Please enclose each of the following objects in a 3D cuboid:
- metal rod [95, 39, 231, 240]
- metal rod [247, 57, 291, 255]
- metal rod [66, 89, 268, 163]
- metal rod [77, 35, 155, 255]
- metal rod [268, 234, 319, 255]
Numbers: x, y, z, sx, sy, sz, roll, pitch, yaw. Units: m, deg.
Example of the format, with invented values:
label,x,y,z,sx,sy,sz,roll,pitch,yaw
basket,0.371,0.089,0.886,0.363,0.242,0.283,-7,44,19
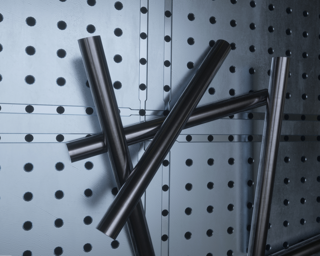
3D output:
label,x,y,z,sx,sy,sz,roll,pitch,yaw
metal rod,0.016,-0.002,0.390,0.025,0.025,0.300,40,66,-16
metal rod,0.160,0.048,0.456,0.025,0.025,0.298,4,95,-20
metal rod,0.027,-0.009,0.423,0.302,0.025,0.025,-16,96,-20
metal rod,-0.046,0.043,0.372,0.025,0.025,0.298,-18,105,-19
metal rod,0.146,0.216,0.468,0.303,0.025,0.025,-12,94,-20
